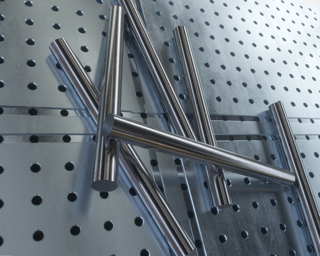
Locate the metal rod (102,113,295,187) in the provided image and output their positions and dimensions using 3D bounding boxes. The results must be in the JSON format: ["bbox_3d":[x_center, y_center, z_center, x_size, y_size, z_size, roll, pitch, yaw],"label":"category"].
[{"bbox_3d":[0.070,0.037,0.383,0.302,0.025,0.025,18,54,-33],"label":"metal rod"}]

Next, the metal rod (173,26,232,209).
[{"bbox_3d":[0.056,-0.032,0.457,0.025,0.025,0.299,5,60,-26],"label":"metal rod"}]

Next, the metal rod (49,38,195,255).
[{"bbox_3d":[-0.052,0.014,0.370,0.025,0.025,0.299,-24,75,-36],"label":"metal rod"}]

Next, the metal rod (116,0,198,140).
[{"bbox_3d":[-0.010,-0.095,0.460,0.025,0.025,0.299,-10,67,-32],"label":"metal rod"}]

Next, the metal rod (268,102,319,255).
[{"bbox_3d":[0.215,0.092,0.466,0.025,0.025,0.299,8,58,-24],"label":"metal rod"}]

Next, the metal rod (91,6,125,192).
[{"bbox_3d":[-0.060,-0.062,0.387,0.025,0.025,0.300,14,48,-21],"label":"metal rod"}]
